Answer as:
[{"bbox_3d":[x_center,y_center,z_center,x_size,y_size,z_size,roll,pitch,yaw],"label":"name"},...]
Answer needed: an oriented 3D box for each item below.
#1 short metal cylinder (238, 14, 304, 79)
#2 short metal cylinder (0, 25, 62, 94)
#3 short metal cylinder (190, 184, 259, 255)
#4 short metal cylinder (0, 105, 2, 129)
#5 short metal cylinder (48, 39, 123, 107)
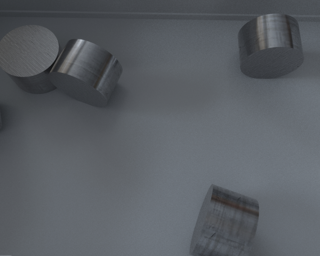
[{"bbox_3d":[0.149,-0.109,0.422,0.081,0.080,0.050,1,70,0],"label":"short metal cylinder"},{"bbox_3d":[-0.173,-0.094,0.429,0.081,0.050,0.080,0,70,0],"label":"short metal cylinder"},{"bbox_3d":[0.070,0.108,0.342,0.050,0.080,0.080,19,71,6],"label":"short metal cylinder"},{"bbox_3d":[-0.244,-0.023,0.386,0.081,0.080,0.050,-15,71,-6],"label":"short metal cylinder"},{"bbox_3d":[-0.096,-0.070,0.405,0.080,0.080,0.050,20,71,7],"label":"short metal cylinder"}]
